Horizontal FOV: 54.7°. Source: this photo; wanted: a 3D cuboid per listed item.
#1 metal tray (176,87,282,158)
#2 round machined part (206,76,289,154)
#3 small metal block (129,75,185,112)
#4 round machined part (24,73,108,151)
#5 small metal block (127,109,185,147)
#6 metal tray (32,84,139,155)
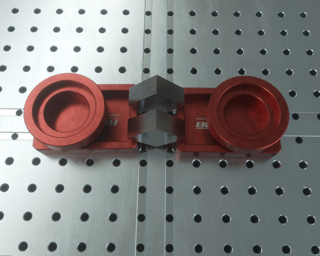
[{"bbox_3d":[0.087,-0.007,0.412,0.131,0.030,0.090,1,70,0],"label":"metal tray"},{"bbox_3d":[0.108,-0.014,0.395,0.099,0.042,0.098,0,70,0],"label":"round machined part"},{"bbox_3d":[-0.004,-0.040,0.398,0.050,0.050,0.025,-18,63,41],"label":"small metal block"},{"bbox_3d":[-0.116,-0.017,0.395,0.099,0.042,0.098,0,70,0],"label":"round machined part"},{"bbox_3d":[-0.005,0.001,0.382,0.050,0.050,0.025,-18,63,41],"label":"small metal block"},{"bbox_3d":[-0.095,-0.012,0.414,0.131,0.030,0.090,-1,72,-1],"label":"metal tray"}]
